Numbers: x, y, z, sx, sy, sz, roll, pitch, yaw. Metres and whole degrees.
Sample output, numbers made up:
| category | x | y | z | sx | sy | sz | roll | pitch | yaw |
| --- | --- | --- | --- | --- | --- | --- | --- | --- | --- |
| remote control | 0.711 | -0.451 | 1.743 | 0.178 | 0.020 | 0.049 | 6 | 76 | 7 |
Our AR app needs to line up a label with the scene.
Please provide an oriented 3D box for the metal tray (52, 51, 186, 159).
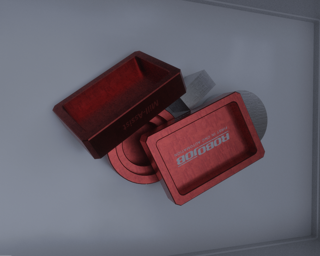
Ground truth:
| category | x | y | z | sx | sy | sz | roll | pitch | yaw |
| --- | --- | --- | --- | --- | --- | --- | --- | --- | --- |
| metal tray | -0.046 | -0.033 | 0.356 | 0.131 | 0.090 | 0.030 | -38 | 135 | -17 |

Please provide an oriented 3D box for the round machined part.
| category | x | y | z | sx | sy | sz | roll | pitch | yaw |
| --- | --- | --- | --- | --- | --- | --- | --- | --- | --- |
| round machined part | -0.023 | 0.019 | 0.394 | 0.099 | 0.042 | 0.097 | 0 | 90 | -21 |

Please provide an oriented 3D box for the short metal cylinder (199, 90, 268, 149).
| category | x | y | z | sx | sy | sz | roll | pitch | yaw |
| --- | --- | --- | --- | --- | --- | --- | --- | --- | --- |
| short metal cylinder | 0.101 | -0.011 | 0.434 | 0.081 | 0.050 | 0.079 | 0 | 90 | -21 |

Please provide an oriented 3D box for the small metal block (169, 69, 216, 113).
| category | x | y | z | sx | sy | sz | roll | pitch | yaw |
| --- | --- | --- | --- | --- | --- | --- | --- | --- | --- |
| small metal block | 0.038 | -0.048 | 0.410 | 0.050 | 0.050 | 0.025 | -45 | 105 | -16 |

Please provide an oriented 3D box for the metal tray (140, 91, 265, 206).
| category | x | y | z | sx | sy | sz | roll | pitch | yaw |
| --- | --- | --- | --- | --- | --- | --- | --- | --- | --- |
| metal tray | 0.053 | 0.022 | 0.376 | 0.131 | 0.030 | 0.090 | -27 | 99 | -14 |
